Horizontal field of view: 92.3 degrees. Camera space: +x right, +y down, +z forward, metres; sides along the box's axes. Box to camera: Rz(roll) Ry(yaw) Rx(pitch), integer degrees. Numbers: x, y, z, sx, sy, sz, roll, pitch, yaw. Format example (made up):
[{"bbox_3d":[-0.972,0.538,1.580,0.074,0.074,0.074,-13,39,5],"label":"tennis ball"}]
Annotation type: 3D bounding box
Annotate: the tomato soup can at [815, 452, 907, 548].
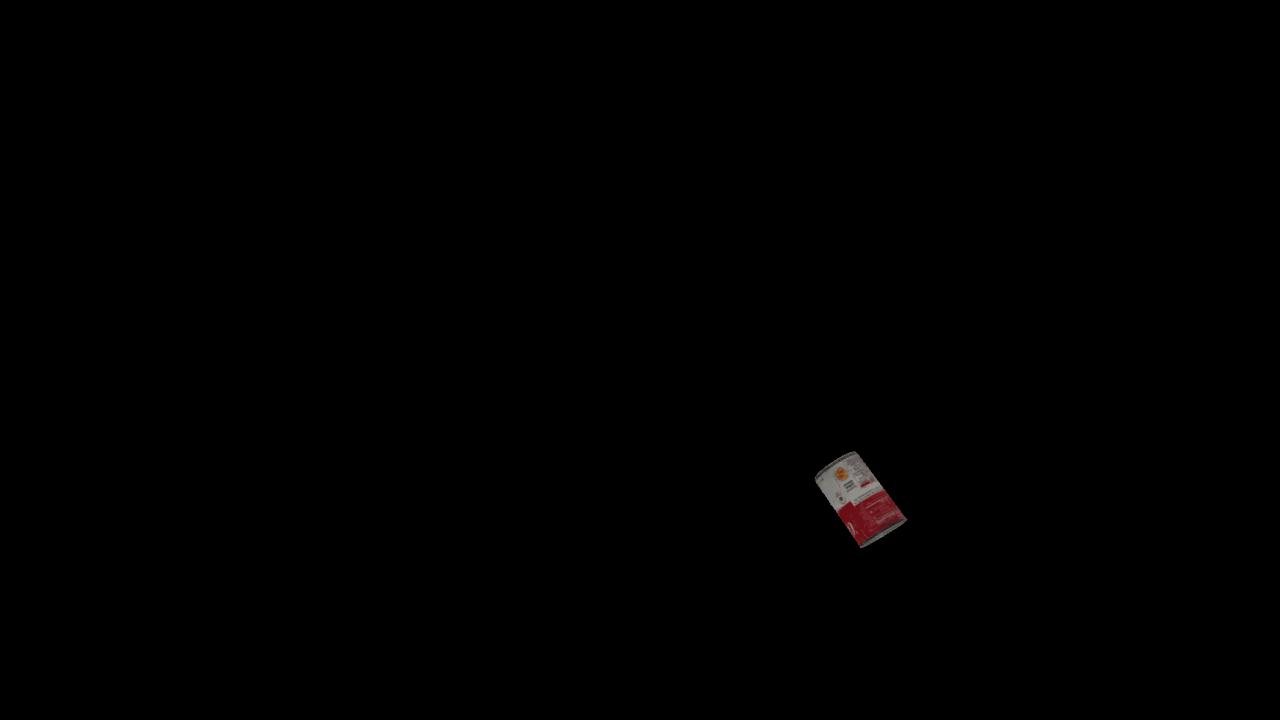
[{"bbox_3d":[0.276,0.175,0.777,0.068,0.101,0.068,-24,-28,-13],"label":"tomato soup can"}]
